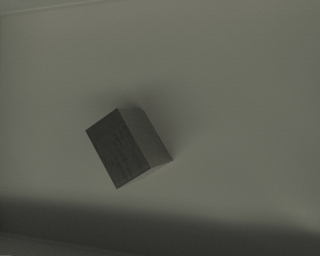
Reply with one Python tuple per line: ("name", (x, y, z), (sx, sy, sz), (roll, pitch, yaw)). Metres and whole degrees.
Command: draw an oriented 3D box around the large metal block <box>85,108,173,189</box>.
("large metal block", (-0.036, 0.024, 0.394), (0.050, 0.080, 0.080), (-33, 79, 17))
